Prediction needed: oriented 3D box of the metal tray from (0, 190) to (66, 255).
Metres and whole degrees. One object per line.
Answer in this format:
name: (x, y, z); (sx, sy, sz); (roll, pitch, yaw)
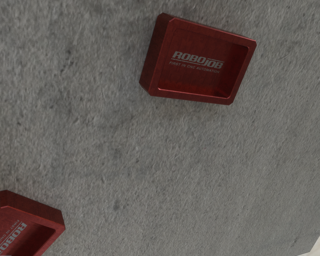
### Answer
metal tray: (-0.196, 0.147, 0.387); (0.130, 0.030, 0.090); (-47, 130, 4)

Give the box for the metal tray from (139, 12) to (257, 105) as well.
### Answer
metal tray: (0.048, -0.080, 0.382); (0.131, 0.030, 0.089); (4, 117, -31)
